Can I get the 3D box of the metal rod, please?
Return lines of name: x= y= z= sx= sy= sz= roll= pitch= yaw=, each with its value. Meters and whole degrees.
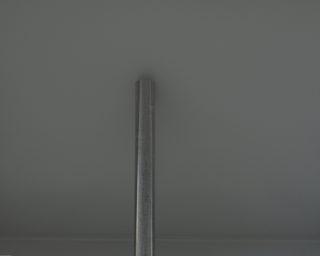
metal rod: x=-0.019 y=0.091 z=0.376 sx=0.025 sy=0.025 sz=0.299 roll=0 pitch=84 yaw=0
